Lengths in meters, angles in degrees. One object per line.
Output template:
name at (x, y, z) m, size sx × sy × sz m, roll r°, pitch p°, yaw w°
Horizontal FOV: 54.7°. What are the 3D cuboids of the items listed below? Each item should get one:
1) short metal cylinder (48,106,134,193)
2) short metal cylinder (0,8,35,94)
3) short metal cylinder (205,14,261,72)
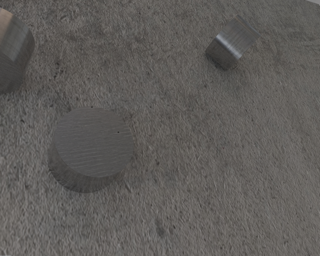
short metal cylinder at (-0.075, 0.024, 0.333) m, size 0.081 × 0.050 × 0.080 m, roll 14°, pitch 56°, yaw -21°
short metal cylinder at (-0.178, -0.080, 0.321) m, size 0.081 × 0.080 × 0.050 m, roll 16°, pitch 56°, yaw -20°
short metal cylinder at (0.122, -0.142, 0.520) m, size 0.050 × 0.080 × 0.080 m, roll 43°, pitch 51°, yaw 1°
